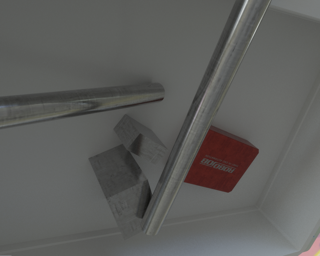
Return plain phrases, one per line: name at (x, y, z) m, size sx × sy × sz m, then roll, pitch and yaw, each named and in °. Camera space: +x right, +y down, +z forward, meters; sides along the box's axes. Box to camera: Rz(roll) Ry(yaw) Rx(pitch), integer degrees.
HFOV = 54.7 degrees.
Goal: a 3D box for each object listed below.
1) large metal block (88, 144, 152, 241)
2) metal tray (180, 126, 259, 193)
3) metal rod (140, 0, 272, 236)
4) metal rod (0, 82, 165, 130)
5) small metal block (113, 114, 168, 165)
large metal block at (-0.046, 0.080, 0.399) m, size 0.050 × 0.080 × 0.080 m, roll -24°, pitch 127°, yaw -15°
metal tray at (0.085, 0.048, 0.484) m, size 0.131 × 0.030 × 0.090 m, roll 20°, pitch 108°, yaw -36°
metal rod at (0.034, 0.000, 0.298) m, size 0.025 × 0.025 × 0.298 m, roll 1°, pitch 126°, yaw -30°
metal rod at (-0.097, -0.018, 0.267) m, size 0.302 × 0.025 × 0.025 m, roll -15°, pitch 129°, yaw -50°
small metal block at (-0.025, 0.014, 0.389) m, size 0.050 × 0.050 × 0.025 m, roll 33°, pitch 100°, yaw -39°
